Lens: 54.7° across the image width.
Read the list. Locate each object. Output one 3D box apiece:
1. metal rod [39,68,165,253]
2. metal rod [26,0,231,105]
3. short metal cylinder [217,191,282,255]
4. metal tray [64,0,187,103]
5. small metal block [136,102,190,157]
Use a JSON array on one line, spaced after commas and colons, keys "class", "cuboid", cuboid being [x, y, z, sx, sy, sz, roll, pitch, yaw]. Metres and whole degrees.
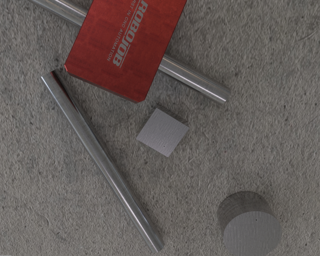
[{"class": "metal rod", "cuboid": [-0.071, 0.057, 0.430, 0.025, 0.025, 0.299, -25, 108, 9]}, {"class": "metal rod", "cuboid": [-0.049, -0.107, 0.369, 0.301, 0.025, 0.025, 27, 108, -10]}, {"class": "short metal cylinder", "cuboid": [0.127, 0.139, 0.449, 0.081, 0.050, 0.079, 0, 110, 0]}, {"class": "metal tray", "cuboid": [-0.037, -0.103, 0.343, 0.090, 0.030, 0.129, 23, 87, -10]}, {"class": "small metal block", "cuboid": [0.003, 0.002, 0.411, 0.050, 0.025, 0.050, 31, 107, -11]}]
